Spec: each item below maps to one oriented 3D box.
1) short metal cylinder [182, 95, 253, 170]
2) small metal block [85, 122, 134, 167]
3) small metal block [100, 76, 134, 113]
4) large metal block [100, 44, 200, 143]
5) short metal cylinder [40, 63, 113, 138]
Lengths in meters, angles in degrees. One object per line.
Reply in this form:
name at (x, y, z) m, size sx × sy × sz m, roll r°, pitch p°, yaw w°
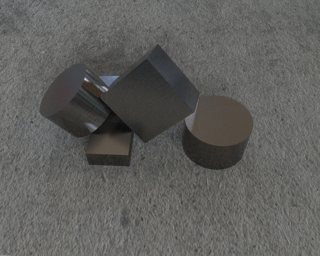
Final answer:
short metal cylinder at (0.069, 0.005, 0.385) m, size 0.081 × 0.050 × 0.080 m, roll 0°, pitch 50°, yaw 0°
small metal block at (-0.061, 0.020, 0.387) m, size 0.050 × 0.025 × 0.050 m, roll 2°, pitch 50°, yaw 1°
small metal block at (-0.063, -0.049, 0.445) m, size 0.050 × 0.025 × 0.050 m, roll -1°, pitch 50°, yaw -1°
large metal block at (-0.011, -0.040, 0.379) m, size 0.080 × 0.080 × 0.050 m, roll 47°, pitch 32°, yaw -16°
short metal cylinder at (-0.104, -0.035, 0.393) m, size 0.080 × 0.050 × 0.080 m, roll -24°, pitch 45°, yaw 27°
